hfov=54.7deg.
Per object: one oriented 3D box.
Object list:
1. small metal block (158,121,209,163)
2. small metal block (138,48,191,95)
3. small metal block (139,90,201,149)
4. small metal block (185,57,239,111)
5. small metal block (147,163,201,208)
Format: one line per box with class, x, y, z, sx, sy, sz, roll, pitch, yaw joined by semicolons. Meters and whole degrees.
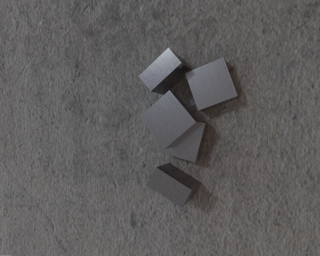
small metal block;0.030;0.012;0.398;0.050;0.025;0.050;15;95;19
small metal block;0.008;-0.070;0.392;0.050;0.050;0.025;-41;77;15
small metal block;0.012;-0.010;0.378;0.050;0.025;0.050;-42;77;15
small metal block;0.065;-0.053;0.385;0.050;0.025;0.050;-20;83;18
small metal block;0.019;0.070;0.388;0.050;0.050;0.025;31;100;17
